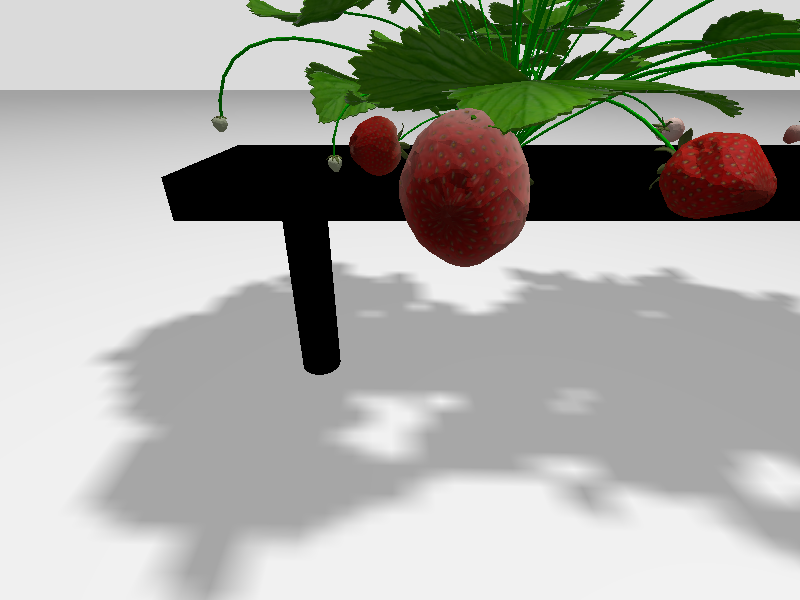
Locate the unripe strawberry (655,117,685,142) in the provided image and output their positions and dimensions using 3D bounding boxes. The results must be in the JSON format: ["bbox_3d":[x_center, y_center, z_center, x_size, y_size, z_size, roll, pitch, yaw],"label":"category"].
[{"bbox_3d":[0.264,-0.165,0.389,0.025,0.022,0.025,5,24,-27],"label":"unripe strawberry"}]

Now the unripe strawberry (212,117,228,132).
[{"bbox_3d":[-0.145,-0.141,0.323,0.011,0.011,0.011,0,29,0],"label":"unripe strawberry"}]

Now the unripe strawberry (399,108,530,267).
[{"bbox_3d":[0.019,-0.033,0.126,0.042,0.048,0.046,9,31,15],"label":"unripe strawberry"}]

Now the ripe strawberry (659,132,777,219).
[{"bbox_3d":[0.133,-0.050,0.167,0.041,0.036,0.037,-7,36,-12],"label":"ripe strawberry"}]

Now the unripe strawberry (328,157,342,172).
[{"bbox_3d":[-0.044,-0.092,0.271,0.010,0.010,0.011,-14,32,-24],"label":"unripe strawberry"}]

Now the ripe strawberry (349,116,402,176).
[{"bbox_3d":[-0.017,-0.097,0.254,0.033,0.035,0.031,-22,36,-31],"label":"ripe strawberry"}]

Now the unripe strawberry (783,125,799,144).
[{"bbox_3d":[0.379,-0.159,0.385,0.017,0.017,0.019,39,36,0],"label":"unripe strawberry"}]
